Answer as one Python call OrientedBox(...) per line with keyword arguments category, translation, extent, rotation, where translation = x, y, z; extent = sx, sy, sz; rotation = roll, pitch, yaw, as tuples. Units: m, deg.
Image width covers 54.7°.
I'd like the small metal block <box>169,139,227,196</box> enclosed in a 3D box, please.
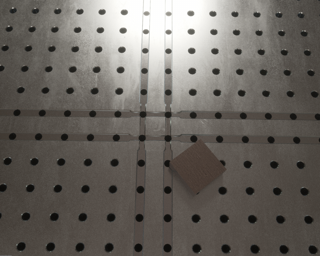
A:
OrientedBox(category="small metal block", translation=(0.047, 0.051, 0.394), extent=(0.050, 0.025, 0.050), rotation=(-36, 74, -12))
